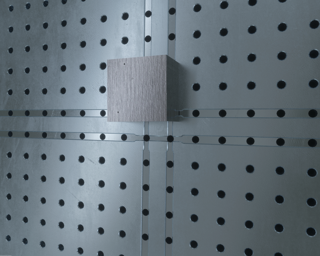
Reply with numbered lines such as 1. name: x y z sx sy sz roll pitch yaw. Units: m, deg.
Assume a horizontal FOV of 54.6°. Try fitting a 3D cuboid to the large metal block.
1. large metal block: -0.021 -0.048 0.407 0.080 0.050 0.080 0 90 20
